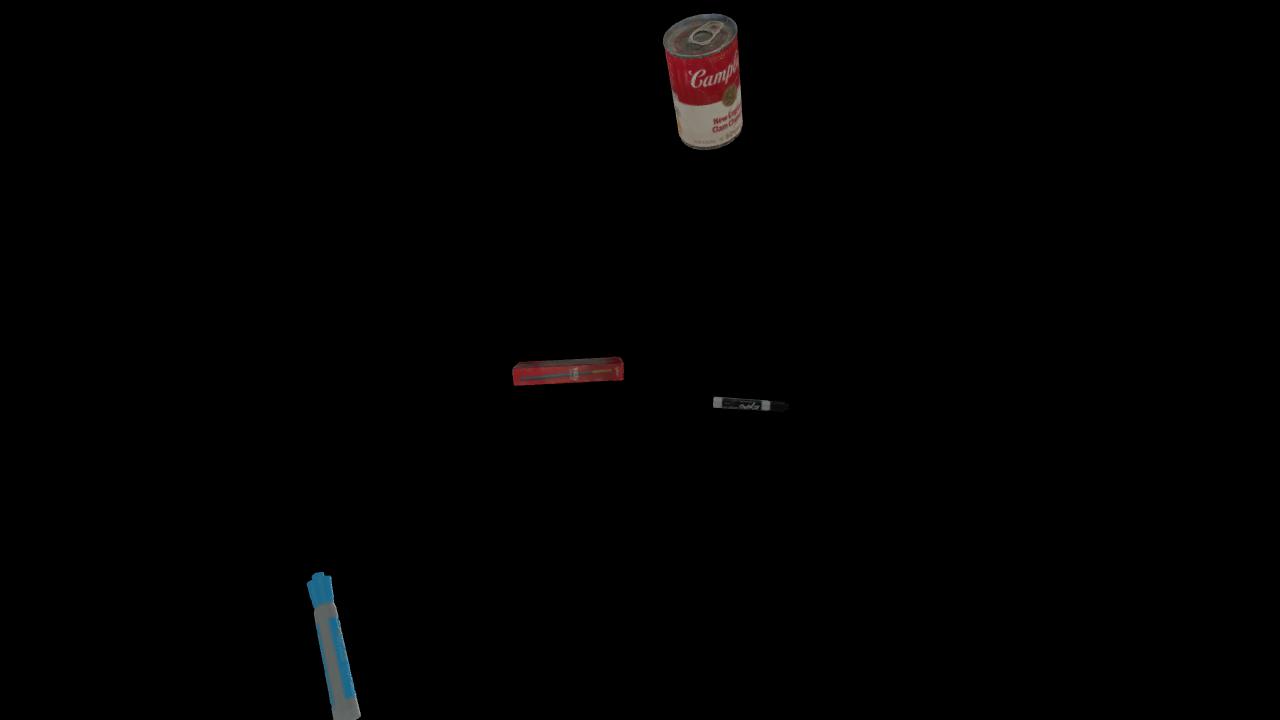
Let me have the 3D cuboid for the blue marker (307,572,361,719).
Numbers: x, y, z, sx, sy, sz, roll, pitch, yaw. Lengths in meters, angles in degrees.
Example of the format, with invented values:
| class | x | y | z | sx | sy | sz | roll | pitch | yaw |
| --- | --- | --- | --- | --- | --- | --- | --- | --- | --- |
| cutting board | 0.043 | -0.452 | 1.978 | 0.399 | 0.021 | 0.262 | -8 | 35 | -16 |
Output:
| class | x | y | z | sx | sy | sz | roll | pitch | yaw |
| --- | --- | --- | --- | --- | --- | --- | --- | --- | --- |
| blue marker | -0.251 | 0.231 | 0.501 | 0.020 | 0.121 | 0.020 | -22 | -25 | -11 |

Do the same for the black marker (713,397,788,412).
| class | x | y | z | sx | sy | sz | roll | pitch | yaw |
| --- | --- | --- | --- | --- | --- | --- | --- | --- | --- |
| black marker | 0.181 | 0.073 | 1.009 | 0.121 | 0.020 | 0.020 | 3 | 1 | 13 |

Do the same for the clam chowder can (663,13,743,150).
| class | x | y | z | sx | sy | sz | roll | pitch | yaw |
| --- | --- | --- | --- | --- | --- | --- | --- | --- | --- |
| clam chowder can | 0.063 | -0.264 | 0.592 | 0.068 | 0.068 | 0.102 | 0 | -33 | 13 |

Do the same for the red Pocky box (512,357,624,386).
| class | x | y | z | sx | sy | sz | roll | pitch | yaw |
| --- | --- | --- | --- | --- | --- | --- | --- | --- | --- |
| red Pocky box | -0.102 | 0.016 | 0.887 | 0.155 | 0.028 | 0.083 | -3 | 5 | -4 |
